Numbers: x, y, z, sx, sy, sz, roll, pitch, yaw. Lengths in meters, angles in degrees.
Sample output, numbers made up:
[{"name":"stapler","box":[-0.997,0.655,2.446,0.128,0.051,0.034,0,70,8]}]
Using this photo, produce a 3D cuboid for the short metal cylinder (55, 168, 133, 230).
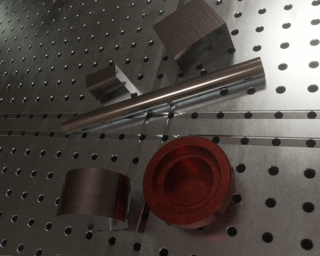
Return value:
[{"name":"short metal cylinder","box":[-0.074,0.085,0.358,0.080,0.080,0.050,-9,58,23]}]

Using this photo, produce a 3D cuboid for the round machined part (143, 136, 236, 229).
[{"name":"round machined part","box":[0.034,0.061,0.341,0.098,0.042,0.098,-13,56,20]}]

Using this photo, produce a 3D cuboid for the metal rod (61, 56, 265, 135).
[{"name":"metal rod","box":[-0.009,-0.039,0.435,0.301,0.025,0.025,-16,56,19]}]

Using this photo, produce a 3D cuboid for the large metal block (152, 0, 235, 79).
[{"name":"large metal block","box":[0.047,-0.132,0.447,0.080,0.050,0.080,-32,52,7]}]

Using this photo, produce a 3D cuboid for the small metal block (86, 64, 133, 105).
[{"name":"small metal block","box":[-0.076,-0.064,0.469,0.050,0.050,0.025,-20,55,16]}]
